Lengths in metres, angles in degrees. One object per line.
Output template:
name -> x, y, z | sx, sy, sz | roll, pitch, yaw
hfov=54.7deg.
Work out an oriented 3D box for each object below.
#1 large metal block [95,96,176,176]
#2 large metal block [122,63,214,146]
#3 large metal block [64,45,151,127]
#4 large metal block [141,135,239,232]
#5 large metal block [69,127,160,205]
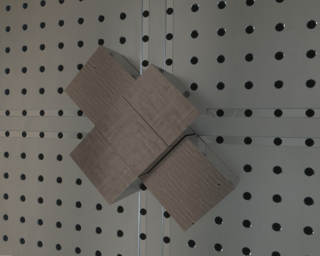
large metal block -> -0.021, 0.009, 0.390 | 0.050, 0.080, 0.080 | -46, 76, 14
large metal block -> 0.014, -0.026, 0.378 | 0.050, 0.080, 0.080 | -46, 76, 14
large metal block -> -0.066, -0.050, 0.419 | 0.080, 0.050, 0.080 | 47, 105, 13
large metal block -> 0.039, 0.065, 0.385 | 0.080, 0.050, 0.080 | -46, 76, 15
large metal block -> -0.054, 0.044, 0.402 | 0.050, 0.080, 0.080 | -46, 76, 14
